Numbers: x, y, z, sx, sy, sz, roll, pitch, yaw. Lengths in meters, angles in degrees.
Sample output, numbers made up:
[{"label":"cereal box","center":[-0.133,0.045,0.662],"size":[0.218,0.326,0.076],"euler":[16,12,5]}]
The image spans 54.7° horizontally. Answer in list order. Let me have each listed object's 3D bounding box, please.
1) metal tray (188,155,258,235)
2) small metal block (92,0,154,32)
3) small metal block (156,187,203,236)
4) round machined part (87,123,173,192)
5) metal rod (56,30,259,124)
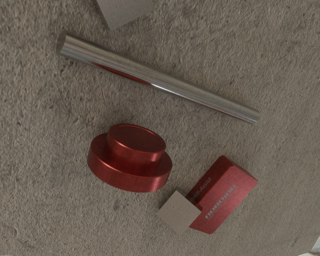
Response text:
[{"label":"metal tray","center":[0.097,0.118,0.532],"size":[0.090,0.030,0.130],"euler":[32,100,-39]},{"label":"small metal block","center":[-0.040,-0.132,0.304],"size":[0.050,0.025,0.050],"euler":[-31,129,-9]},{"label":"small metal block","center":[0.031,0.130,0.488],"size":[0.050,0.050,0.025],"euler":[-51,171,8]},{"label":"round machined part","center":[-0.031,0.028,0.362],"size":[0.099,0.098,0.042],"euler":[5,116,-31]},{"label":"metal rod","center":[0.023,-0.051,0.389],"size":[0.302,0.025,0.025],"euler":[16,110,-35]}]
